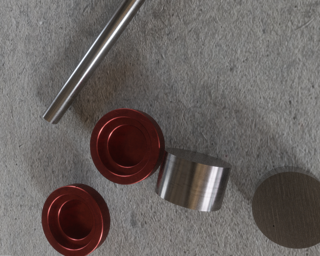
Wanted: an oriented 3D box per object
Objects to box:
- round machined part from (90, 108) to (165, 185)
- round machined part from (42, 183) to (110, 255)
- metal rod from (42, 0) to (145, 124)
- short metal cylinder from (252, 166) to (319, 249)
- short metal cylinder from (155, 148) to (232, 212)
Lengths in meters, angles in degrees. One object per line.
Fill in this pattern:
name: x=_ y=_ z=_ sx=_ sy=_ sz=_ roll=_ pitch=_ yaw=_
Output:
round machined part: x=-0.040 y=0.023 z=0.413 sx=0.098 sy=0.042 sz=0.097 roll=0 pitch=90 yaw=19
round machined part: x=-0.113 y=0.127 z=0.439 sx=0.098 sy=0.042 sz=0.097 roll=0 pitch=90 yaw=19
metal rod: x=-0.073 y=-0.127 z=0.433 sx=0.025 sy=0.025 sz=0.299 roll=42 pitch=103 yaw=15
short metal cylinder: x=0.146 y=0.085 z=0.344 sx=0.080 sy=0.050 sz=0.079 roll=0 pitch=90 yaw=19
short metal cylinder: x=0.039 y=0.058 z=0.366 sx=0.080 sy=0.080 sz=0.050 roll=15 pitch=95 yaw=19
